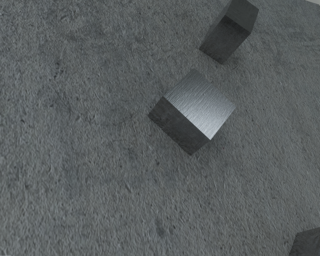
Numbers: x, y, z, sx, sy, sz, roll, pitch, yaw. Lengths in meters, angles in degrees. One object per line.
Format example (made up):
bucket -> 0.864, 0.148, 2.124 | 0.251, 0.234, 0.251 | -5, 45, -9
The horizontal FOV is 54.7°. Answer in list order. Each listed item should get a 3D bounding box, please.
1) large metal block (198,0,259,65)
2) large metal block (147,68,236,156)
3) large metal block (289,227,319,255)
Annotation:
large metal block -> 0.119, -0.171, 0.537 | 0.050, 0.080, 0.080 | 33, 52, -7
large metal block -> 0.044, -0.023, 0.425 | 0.080, 0.050, 0.080 | 43, 51, 2
large metal block -> 0.209, 0.185, 0.387 | 0.080, 0.050, 0.080 | 44, 51, 2
